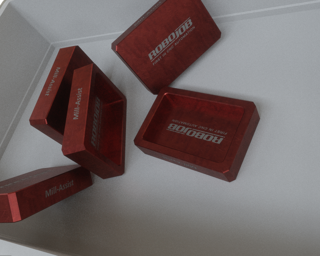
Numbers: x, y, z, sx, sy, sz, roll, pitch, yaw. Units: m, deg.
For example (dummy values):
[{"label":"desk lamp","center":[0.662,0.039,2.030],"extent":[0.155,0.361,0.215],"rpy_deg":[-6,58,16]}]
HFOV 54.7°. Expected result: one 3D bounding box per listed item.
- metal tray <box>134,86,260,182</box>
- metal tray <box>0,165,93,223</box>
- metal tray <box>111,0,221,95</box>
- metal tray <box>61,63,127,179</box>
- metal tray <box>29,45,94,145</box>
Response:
[{"label":"metal tray","center":[0.042,0.002,0.377],"extent":[0.130,0.030,0.090],"rpy_deg":[15,69,33]},{"label":"metal tray","center":[-0.157,0.076,0.376],"extent":[0.090,0.131,0.030],"rpy_deg":[-9,94,23]},{"label":"metal tray","center":[0.010,-0.121,0.428],"extent":[0.130,0.090,0.030],"rpy_deg":[-43,29,-2]},{"label":"metal tray","center":[-0.081,-0.009,0.409],"extent":[0.030,0.090,0.130],"rpy_deg":[-15,56,20]},{"label":"metal tray","center":[-0.126,-0.043,0.453],"extent":[0.030,0.090,0.130],"rpy_deg":[-2,61,27]}]
